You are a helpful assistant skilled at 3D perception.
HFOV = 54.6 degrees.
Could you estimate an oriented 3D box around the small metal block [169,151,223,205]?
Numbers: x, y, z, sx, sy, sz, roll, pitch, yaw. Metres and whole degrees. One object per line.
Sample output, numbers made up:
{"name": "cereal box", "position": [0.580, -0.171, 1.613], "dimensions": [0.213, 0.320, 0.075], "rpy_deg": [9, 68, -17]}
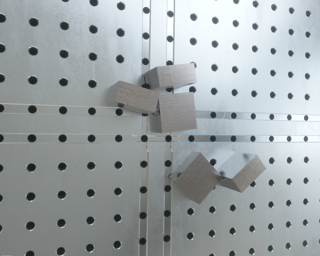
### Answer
{"name": "small metal block", "position": [0.050, 0.068, 0.431], "dimensions": [0.050, 0.025, 0.050], "rpy_deg": [-46, 104, -14]}

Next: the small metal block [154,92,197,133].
{"name": "small metal block", "position": [0.020, -0.021, 0.420], "dimensions": [0.050, 0.025, 0.050], "rpy_deg": [-7, 92, -20]}

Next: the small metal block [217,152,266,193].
{"name": "small metal block", "position": [0.112, 0.061, 0.440], "dimensions": [0.050, 0.050, 0.025], "rpy_deg": [-39, 103, -16]}

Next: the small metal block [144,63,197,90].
{"name": "small metal block", "position": [0.013, -0.065, 0.404], "dimensions": [0.050, 0.050, 0.025], "rpy_deg": [-10, 94, -20]}

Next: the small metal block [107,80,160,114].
{"name": "small metal block", "position": [-0.034, -0.037, 0.386], "dimensions": [0.050, 0.050, 0.025], "rpy_deg": [15, 85, -19]}
